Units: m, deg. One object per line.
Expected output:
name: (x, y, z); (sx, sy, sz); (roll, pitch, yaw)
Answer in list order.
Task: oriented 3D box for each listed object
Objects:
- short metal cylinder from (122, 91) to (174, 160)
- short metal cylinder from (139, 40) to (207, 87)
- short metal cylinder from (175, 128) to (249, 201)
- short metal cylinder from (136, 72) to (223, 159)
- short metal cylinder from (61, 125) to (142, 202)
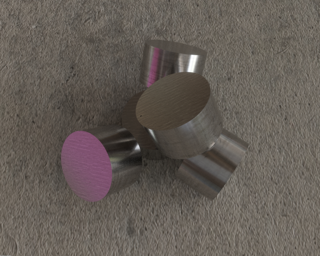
short metal cylinder: (-0.006, -0.003, 0.397); (0.081, 0.050, 0.080); (0, 70, -1)
short metal cylinder: (0.016, -0.081, 0.403); (0.080, 0.080, 0.050); (13, 114, 4)
short metal cylinder: (0.061, 0.038, 0.366); (0.050, 0.080, 0.080); (33, 73, 11)
short metal cylinder: (0.021, -0.014, 0.330); (0.080, 0.050, 0.080); (-15, 46, 17)
short metal cylinder: (-0.068, 0.039, 0.360); (0.080, 0.050, 0.079); (7, 102, 34)
